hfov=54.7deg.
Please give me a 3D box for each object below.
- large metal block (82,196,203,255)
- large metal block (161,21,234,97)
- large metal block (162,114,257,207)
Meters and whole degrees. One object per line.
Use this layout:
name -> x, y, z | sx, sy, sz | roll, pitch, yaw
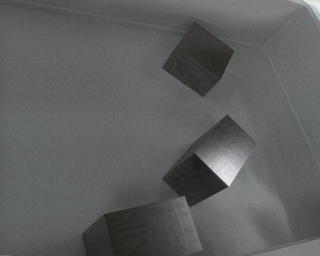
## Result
large metal block -> -0.021, 0.108, 0.295 | 0.081, 0.080, 0.050 | -5, 64, -31
large metal block -> 0.061, -0.110, 0.492 | 0.080, 0.050, 0.080 | 35, 51, -6
large metal block -> 0.060, 0.041, 0.379 | 0.050, 0.080, 0.080 | 45, 51, 2
